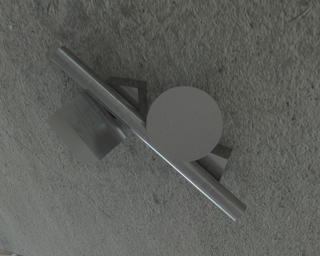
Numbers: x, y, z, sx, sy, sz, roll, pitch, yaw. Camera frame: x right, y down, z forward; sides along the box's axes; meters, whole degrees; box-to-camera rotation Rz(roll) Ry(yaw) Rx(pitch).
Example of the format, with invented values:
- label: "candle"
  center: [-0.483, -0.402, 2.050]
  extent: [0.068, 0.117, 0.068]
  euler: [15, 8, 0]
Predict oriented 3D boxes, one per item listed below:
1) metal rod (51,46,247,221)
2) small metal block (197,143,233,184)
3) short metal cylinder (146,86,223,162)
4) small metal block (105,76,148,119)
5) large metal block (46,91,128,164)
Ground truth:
- label: "metal rod"
  center: [-0.013, 0.007, 0.386]
  extent: [0.300, 0.025, 0.025]
  euler: [41, 129, -1]
- label: "small metal block"
  center: [0.061, 0.043, 0.403]
  extent: [0.050, 0.025, 0.050]
  euler: [22, 127, 14]
- label: "short metal cylinder"
  center: [0.025, -0.004, 0.349]
  extent: [0.081, 0.050, 0.079]
  euler: [0, 89, -2]
- label: "small metal block"
  center: [-0.044, -0.038, 0.407]
  extent: [0.050, 0.025, 0.050]
  euler: [12, 123, 21]
- label: "large metal block"
  center: [-0.102, 0.001, 0.423]
  extent: [0.080, 0.050, 0.080]
  euler: [53, 151, -11]
